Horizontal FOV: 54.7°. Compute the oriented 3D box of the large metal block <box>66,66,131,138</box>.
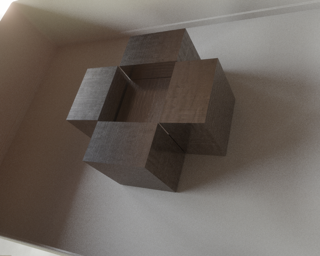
[{"bbox_3d":[-0.069,-0.026,0.422,0.050,0.080,0.080,1,62,29],"label":"large metal block"}]

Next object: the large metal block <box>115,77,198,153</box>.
[{"bbox_3d":[-0.004,-0.017,0.399,0.080,0.050,0.080,1,62,28],"label":"large metal block"}]

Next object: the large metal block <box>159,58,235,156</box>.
[{"bbox_3d":[0.047,-0.022,0.358,0.050,0.080,0.080,1,62,29],"label":"large metal block"}]

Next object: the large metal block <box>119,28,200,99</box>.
[{"bbox_3d":[0.006,-0.081,0.415,0.080,0.080,0.050,1,62,28],"label":"large metal block"}]

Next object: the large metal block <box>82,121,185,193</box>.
[{"bbox_3d":[-0.027,0.034,0.362,0.080,0.080,0.050,2,63,29],"label":"large metal block"}]
